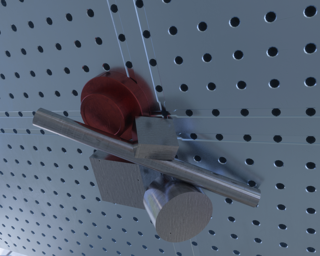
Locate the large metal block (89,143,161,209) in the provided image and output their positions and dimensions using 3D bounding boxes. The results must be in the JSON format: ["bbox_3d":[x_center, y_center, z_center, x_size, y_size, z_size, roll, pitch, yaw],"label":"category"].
[{"bbox_3d":[-0.047,0.067,0.457,0.080,0.050,0.079,5,121,25],"label":"large metal block"}]

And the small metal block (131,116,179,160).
[{"bbox_3d":[-0.007,0.012,0.393,0.050,0.050,0.025,5,131,-15],"label":"small metal block"}]

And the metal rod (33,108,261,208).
[{"bbox_3d":[-0.016,0.038,0.400,0.301,0.025,0.025,21,127,-1],"label":"metal rod"}]

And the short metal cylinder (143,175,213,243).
[{"bbox_3d":[0.024,0.106,0.419,0.081,0.050,0.079,-9,116,-18],"label":"short metal cylinder"}]

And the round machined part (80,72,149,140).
[{"bbox_3d":[-0.067,-0.023,0.420,0.098,0.042,0.097,13,124,20],"label":"round machined part"}]
